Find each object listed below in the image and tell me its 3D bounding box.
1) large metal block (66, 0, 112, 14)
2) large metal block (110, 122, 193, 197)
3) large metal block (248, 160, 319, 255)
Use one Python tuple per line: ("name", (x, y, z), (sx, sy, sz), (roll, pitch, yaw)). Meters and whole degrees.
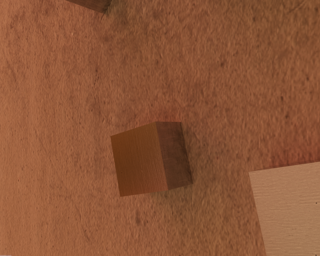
("large metal block", (-0.122, -0.226, 0.467), (0.050, 0.081, 0.080), (-52, 60, 27))
("large metal block", (-0.012, 0.040, 0.397), (0.080, 0.050, 0.080), (-17, 79, 38))
("large metal block", (0.135, 0.071, 0.276), (0.080, 0.050, 0.080), (-17, 80, 38))
